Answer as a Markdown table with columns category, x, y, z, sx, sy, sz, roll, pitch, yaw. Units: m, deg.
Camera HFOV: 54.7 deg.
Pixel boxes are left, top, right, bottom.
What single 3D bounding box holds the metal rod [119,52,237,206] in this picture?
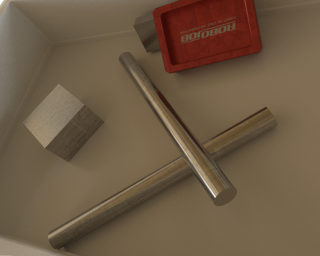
| category | x | y | z | sx | sy | sz | roll | pitch | yaw |
| --- | --- | --- | --- | --- | --- | --- | --- | --- | --- |
| metal rod | 0.003 | -0.024 | 0.395 | 0.025 | 0.025 | 0.300 | -37 | 45 | 3 |

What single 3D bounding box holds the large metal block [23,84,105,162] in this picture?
| category | x | y | z | sx | sy | sz | roll | pitch | yaw |
| --- | --- | --- | --- | --- | --- | --- | --- | --- | --- |
| large metal block | -0.146 | -0.009 | 0.470 | 0.080 | 0.050 | 0.080 | 35 | 81 | 38 |

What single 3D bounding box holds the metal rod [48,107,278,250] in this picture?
| category | x | y | z | sx | sy | sz | roll | pitch | yaw |
| --- | --- | --- | --- | --- | --- | --- | --- | --- | --- |
| metal rod | -0.003 | 0.063 | 0.367 | 0.300 | 0.025 | 0.025 | -31 | 52 | 7 |

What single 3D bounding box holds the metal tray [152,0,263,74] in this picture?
| category | x | y | z | sx | sy | sz | roll | pitch | yaw |
| --- | --- | --- | --- | --- | --- | --- | --- | --- | --- |
| metal tray | 0.063 | -0.131 | 0.416 | 0.130 | 0.030 | 0.089 | -10 | 98 | 22 |

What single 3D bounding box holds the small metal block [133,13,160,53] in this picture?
| category | x | y | z | sx | sy | sz | roll | pitch | yaw |
| --- | --- | --- | --- | --- | --- | --- | --- | --- | --- |
| small metal block | -0.006 | -0.151 | 0.481 | 0.050 | 0.050 | 0.025 | -12 | 43 | 21 |
